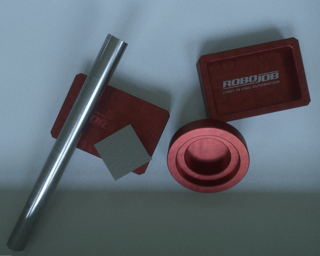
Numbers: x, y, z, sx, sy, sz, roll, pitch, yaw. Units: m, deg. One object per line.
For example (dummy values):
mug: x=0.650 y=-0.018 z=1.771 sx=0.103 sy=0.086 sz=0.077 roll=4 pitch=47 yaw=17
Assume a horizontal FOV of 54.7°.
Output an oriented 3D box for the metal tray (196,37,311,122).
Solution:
metal tray: x=0.121 y=-0.061 z=0.410 sx=0.131 sy=0.030 sz=0.089 roll=-12 pitch=90 yaw=-1

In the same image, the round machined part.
round machined part: x=0.059 y=0.031 z=0.390 sx=0.099 sy=0.042 sz=0.097 roll=3 pitch=119 yaw=5

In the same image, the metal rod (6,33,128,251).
metal rod: x=-0.119 y=0.027 z=0.380 sx=0.025 sy=0.025 sz=0.298 roll=29 pitch=102 yaw=-1

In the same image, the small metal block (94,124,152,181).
small metal block: x=-0.044 y=0.029 z=0.380 sx=0.050 sy=0.025 sz=0.050 roll=-30 pitch=91 yaw=0

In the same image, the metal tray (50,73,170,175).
metal tray: x=-0.063 y=-0.005 z=0.408 sx=0.131 sy=0.030 sz=0.090 roll=24 pitch=90 yaw=-1
